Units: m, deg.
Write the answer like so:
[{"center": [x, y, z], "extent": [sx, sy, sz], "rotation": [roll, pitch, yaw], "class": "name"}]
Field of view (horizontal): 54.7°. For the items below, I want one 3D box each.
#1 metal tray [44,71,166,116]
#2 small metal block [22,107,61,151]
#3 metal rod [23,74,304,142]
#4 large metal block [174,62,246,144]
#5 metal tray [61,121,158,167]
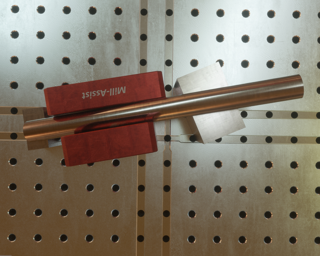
[{"center": [-0.061, -0.039, 0.379], "extent": [0.131, 0.090, 0.030], "rotation": [-9, 91, -1], "class": "metal tray"}, {"center": [-0.150, 0.001, 0.399], "extent": [0.025, 0.050, 0.050], "rotation": [-8, 90, 0], "class": "small metal block"}, {"center": [-0.005, -0.019, 0.338], "extent": [0.301, 0.025, 0.025], "rotation": [-9, 90, 9], "class": "metal rod"}, {"center": [0.057, -0.028, 0.386], "extent": [0.050, 0.080, 0.080], "rotation": [-23, 90, 0], "class": "large metal block"}, {"center": [-0.050, 0.015, 0.360], "extent": [0.091, 0.130, 0.030], "rotation": [-9, 91, -1], "class": "metal tray"}]
